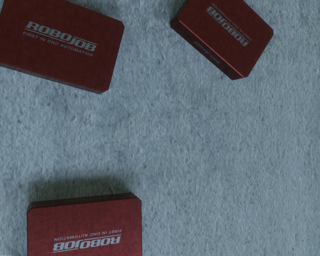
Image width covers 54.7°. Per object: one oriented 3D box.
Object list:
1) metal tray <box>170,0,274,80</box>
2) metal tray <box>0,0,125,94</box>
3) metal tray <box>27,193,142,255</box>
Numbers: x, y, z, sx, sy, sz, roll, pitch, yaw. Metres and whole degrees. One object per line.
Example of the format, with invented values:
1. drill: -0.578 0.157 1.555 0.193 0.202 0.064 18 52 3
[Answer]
1. metal tray: 0.091 -0.142 0.441 0.130 0.030 0.090 36 78 -17
2. metal tray: -0.116 -0.100 0.364 0.131 0.030 0.090 15 85 -20
3. metal tray: -0.089 0.131 0.374 0.131 0.030 0.089 -1 91 -21
